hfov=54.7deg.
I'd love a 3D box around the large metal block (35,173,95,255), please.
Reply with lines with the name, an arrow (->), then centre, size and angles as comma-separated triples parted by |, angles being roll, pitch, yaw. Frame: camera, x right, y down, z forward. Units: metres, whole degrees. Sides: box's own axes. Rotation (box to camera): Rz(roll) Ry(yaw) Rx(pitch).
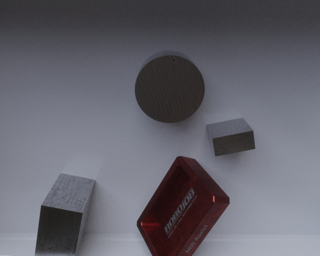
large metal block -> -0.128, 0.120, 0.425 | 0.050, 0.080, 0.079 | 13, 110, -5

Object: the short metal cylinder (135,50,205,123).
short metal cylinder -> 0.011, -0.052, 0.379 | 0.081, 0.050, 0.079 | 0, 110, -1

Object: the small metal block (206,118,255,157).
small metal block -> 0.091, 0.011, 0.403 | 0.050, 0.050, 0.025 | -11, 110, 4

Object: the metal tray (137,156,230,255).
metal tray -> 0.025, 0.115, 0.417 | 0.030, 0.090, 0.129 | 16, 112, -38
